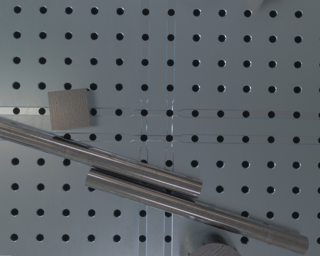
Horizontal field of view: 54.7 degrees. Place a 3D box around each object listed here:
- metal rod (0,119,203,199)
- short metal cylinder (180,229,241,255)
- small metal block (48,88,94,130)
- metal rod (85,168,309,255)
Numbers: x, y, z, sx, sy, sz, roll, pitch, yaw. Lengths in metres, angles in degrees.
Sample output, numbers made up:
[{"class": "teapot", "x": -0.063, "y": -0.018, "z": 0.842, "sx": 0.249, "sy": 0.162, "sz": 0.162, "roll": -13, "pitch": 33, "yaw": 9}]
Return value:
[{"class": "metal rod", "x": -0.091, "y": 0.038, "z": 0.412, "sx": 0.302, "sy": 0.025, "sz": 0.025, "roll": 17, "pitch": 90, "yaw": 0}, {"class": "short metal cylinder", "x": 0.067, "y": 0.180, "z": 0.401, "sx": 0.081, "sy": 0.050, "sz": 0.080, "roll": 0, "pitch": 90, "yaw": 0}, {"class": "small metal block", "x": -0.118, "y": -0.024, "z": 0.412, "sx": 0.050, "sy": 0.025, "sz": 0.050, "roll": -6, "pitch": 90, "yaw": 0}, {"class": "metal rod", "x": 0.048, "y": 0.111, "z": 0.413, "sx": 0.302, "sy": 0.025, "sz": 0.025, "roll": 18, "pitch": 90, "yaw": 0}]
